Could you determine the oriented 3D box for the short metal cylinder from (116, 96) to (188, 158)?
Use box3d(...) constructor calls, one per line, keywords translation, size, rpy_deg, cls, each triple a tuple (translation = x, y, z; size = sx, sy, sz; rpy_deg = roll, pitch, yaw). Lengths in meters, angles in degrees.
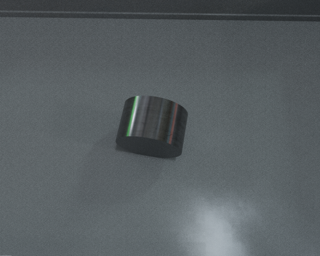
box3d(translation=(-0.009, 0.001, 0.380), size=(0.080, 0.080, 0.050), rpy_deg=(9, 71, 3), cls="short metal cylinder")
